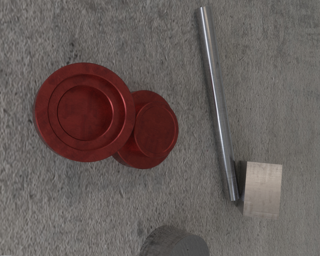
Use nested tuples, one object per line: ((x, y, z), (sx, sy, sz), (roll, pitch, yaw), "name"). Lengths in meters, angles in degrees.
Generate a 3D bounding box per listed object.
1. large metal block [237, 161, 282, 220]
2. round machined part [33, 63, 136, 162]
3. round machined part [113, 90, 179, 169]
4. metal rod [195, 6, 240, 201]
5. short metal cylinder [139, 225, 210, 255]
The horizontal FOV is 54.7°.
((0.155, 0.094, 0.492), (0.080, 0.050, 0.080), (36, 59, -81), "large metal block")
((-0.079, -0.015, 0.320), (0.099, 0.042, 0.097), (1, 87, -29), "round machined part")
((-0.016, 0.002, 0.380), (0.099, 0.042, 0.097), (0, 90, -40), "round machined part")
((0.091, -0.032, 0.480), (0.025, 0.025, 0.298), (-18, 101, -39), "metal rod")
((0.019, 0.174, 0.405), (0.081, 0.050, 0.080), (0, 90, -40), "short metal cylinder")
